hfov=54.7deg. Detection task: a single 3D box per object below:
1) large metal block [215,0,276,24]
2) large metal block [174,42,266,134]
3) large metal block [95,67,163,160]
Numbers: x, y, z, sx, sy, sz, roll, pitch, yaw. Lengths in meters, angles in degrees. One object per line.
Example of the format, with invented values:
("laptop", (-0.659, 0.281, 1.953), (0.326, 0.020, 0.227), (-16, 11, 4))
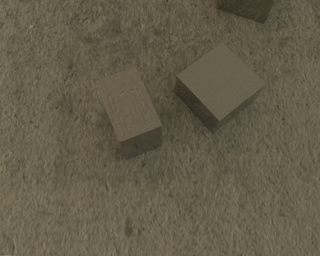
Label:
("large metal block", (0.140, -0.219, 0.477), (0.080, 0.050, 0.080), (21, 71, 7))
("large metal block", (0.077, -0.053, 0.415), (0.080, 0.050, 0.080), (-37, 75, -13))
("large metal block", (-0.036, -0.015, 0.384), (0.050, 0.080, 0.080), (-21, 72, -8))
